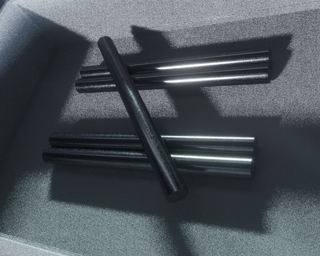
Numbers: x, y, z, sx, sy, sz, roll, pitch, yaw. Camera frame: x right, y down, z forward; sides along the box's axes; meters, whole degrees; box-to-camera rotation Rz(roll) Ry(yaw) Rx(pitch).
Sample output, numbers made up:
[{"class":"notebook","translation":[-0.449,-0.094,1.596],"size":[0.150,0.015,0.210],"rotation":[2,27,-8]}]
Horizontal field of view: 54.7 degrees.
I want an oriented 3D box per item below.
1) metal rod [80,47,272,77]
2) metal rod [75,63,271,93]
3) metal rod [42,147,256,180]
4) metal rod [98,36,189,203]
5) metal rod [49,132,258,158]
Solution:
[{"class":"metal rod","translation":[0.005,-0.090,0.456],"size":[0.300,0.025,0.025],"rotation":[1,62,28]},{"class":"metal rod","translation":[0.000,-0.068,0.445],"size":[0.300,0.025,0.025],"rotation":[1,62,28]},{"class":"metal rod","translation":[-0.035,0.042,0.396],"size":[0.300,0.025,0.025],"rotation":[0,62,28]},{"class":"metal rod","translation":[-0.036,-0.034,0.412],"size":[0.025,0.025,0.300],"rotation":[-33,51,7]},{"class":"metal rod","translation":[-0.029,0.019,0.407],"size":[0.300,0.025,0.025],"rotation":[0,62,28]}]
